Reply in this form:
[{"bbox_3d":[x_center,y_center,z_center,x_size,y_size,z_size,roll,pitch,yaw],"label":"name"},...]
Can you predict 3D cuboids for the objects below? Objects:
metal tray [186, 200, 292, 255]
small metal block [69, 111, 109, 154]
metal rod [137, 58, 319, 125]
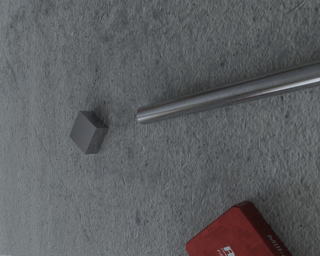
[{"bbox_3d":[0.096,0.155,0.322,0.090,0.030,0.130,-49,61,28],"label":"metal tray"},{"bbox_3d":[-0.115,0.007,0.497,0.050,0.025,0.050,41,114,32],"label":"small metal block"},{"bbox_3d":[0.092,-0.040,0.327,0.300,0.025,0.025,-12,83,39],"label":"metal rod"}]
